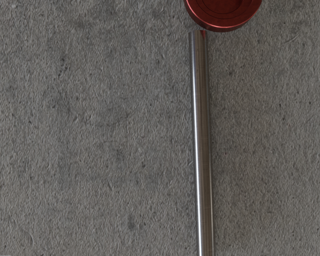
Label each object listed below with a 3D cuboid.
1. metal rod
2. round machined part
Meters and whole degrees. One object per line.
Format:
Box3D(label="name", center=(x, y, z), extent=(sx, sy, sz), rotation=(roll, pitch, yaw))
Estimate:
Box3D(label="metal rod", center=(0.056, 0.023, 0.410), extent=(0.025, 0.025, 0.298), rotation=(-2, 90, -1))
Box3D(label="round machined part", center=(0.080, -0.172, 0.402), extent=(0.099, 0.042, 0.097), rotation=(0, 90, -1))
